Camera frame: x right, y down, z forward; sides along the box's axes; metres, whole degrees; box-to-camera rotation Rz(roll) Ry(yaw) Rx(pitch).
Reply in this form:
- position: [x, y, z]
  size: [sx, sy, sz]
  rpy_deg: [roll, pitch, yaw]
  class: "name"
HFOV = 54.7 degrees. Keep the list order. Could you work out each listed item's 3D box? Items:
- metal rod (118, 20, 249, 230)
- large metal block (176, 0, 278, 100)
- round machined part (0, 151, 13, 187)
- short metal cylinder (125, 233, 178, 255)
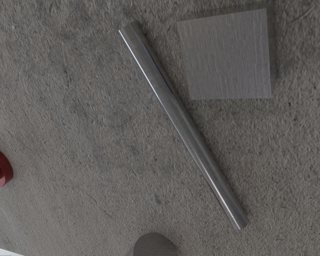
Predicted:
- position: [0.037, 0.007, 0.391]
  size: [0.025, 0.025, 0.299]
  rpy_deg: [-20, 108, 36]
  class: "metal rod"
- position: [0.070, -0.075, 0.307]
  size: [0.080, 0.050, 0.080]
  rpy_deg: [1, 119, 27]
  class: "large metal block"
- position: [-0.355, 0.083, 0.634]
  size: [0.098, 0.042, 0.097]
  rpy_deg: [13, 124, 21]
  class: "round machined part"
- position: [-0.016, 0.225, 0.519]
  size: [0.080, 0.080, 0.050]
  rpy_deg: [35, 129, 4]
  class: "short metal cylinder"
